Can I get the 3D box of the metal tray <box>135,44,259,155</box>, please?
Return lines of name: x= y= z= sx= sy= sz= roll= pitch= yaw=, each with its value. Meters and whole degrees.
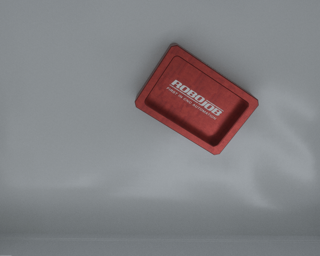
metal tray: x=0.046 y=-0.035 z=0.395 sx=0.130 sy=0.030 sz=0.090 roll=31 pitch=107 yaw=-11
